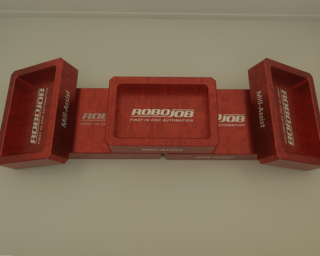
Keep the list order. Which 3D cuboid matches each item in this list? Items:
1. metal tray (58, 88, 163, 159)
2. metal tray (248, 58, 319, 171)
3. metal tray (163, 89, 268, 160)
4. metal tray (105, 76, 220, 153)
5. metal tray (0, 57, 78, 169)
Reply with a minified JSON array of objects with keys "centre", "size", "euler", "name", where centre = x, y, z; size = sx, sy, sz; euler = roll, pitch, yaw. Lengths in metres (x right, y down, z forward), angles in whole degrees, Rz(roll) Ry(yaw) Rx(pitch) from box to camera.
[{"centre":[-0.061,-0.006,0.408],"size":[0.131,0.030,0.090],"euler":[0,70,0],"name":"metal tray"},{"centre":[0.161,-0.016,0.392],"size":[0.091,0.030,0.130],"euler":[10,67,-26],"name":"metal tray"},{"centre":[0.070,-0.005,0.408],"size":[0.131,0.030,0.090],"euler":[0,70,0],"name":"metal tray"},{"centre":[0.003,-0.016,0.379],"size":[0.131,0.030,0.090],"euler":[1,69,0],"name":"metal tray"},{"centre":[-0.154,-0.017,0.392],"size":[0.090,0.030,0.130],"euler":[-9,68,24],"name":"metal tray"}]
